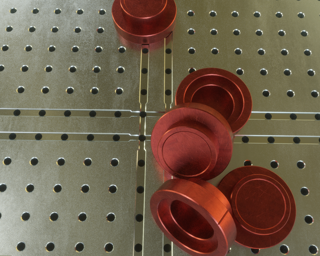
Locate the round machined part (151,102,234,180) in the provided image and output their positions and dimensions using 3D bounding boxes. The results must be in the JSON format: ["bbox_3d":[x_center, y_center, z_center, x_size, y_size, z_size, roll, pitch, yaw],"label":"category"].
[{"bbox_3d":[0.035,0.022,0.366,0.098,0.042,0.097,6,113,15],"label":"round machined part"}]

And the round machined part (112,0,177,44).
[{"bbox_3d":[-0.024,-0.180,0.468,0.099,0.042,0.098,0,70,-1],"label":"round machined part"}]

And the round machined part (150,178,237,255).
[{"bbox_3d":[0.040,0.095,0.344,0.098,0.097,0.042,39,50,12],"label":"round machined part"}]

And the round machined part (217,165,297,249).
[{"bbox_3d":[0.114,0.092,0.370,0.099,0.042,0.098,0,70,-1],"label":"round machined part"}]

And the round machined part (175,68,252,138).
[{"bbox_3d":[0.069,-0.028,0.414,0.099,0.042,0.098,0,70,-1],"label":"round machined part"}]
